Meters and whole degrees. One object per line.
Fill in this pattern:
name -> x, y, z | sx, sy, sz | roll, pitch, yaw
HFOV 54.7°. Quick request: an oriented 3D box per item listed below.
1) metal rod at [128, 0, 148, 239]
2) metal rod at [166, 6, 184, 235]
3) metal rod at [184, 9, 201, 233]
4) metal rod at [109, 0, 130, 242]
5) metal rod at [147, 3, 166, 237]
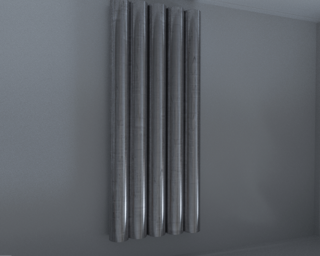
metal rod -> -0.029, -0.010, 0.399 | 0.025, 0.025, 0.298 | 0, 90, -20
metal rod -> 0.020, -0.010, 0.416 | 0.025, 0.025, 0.298 | 0, 90, -20
metal rod -> 0.043, -0.009, 0.425 | 0.025, 0.025, 0.298 | 0, 90, -20
metal rod -> -0.051, -0.010, 0.390 | 0.025, 0.025, 0.298 | 0, 90, -20
metal rod -> -0.005, -0.010, 0.407 | 0.025, 0.025, 0.298 | 0, 90, -20
